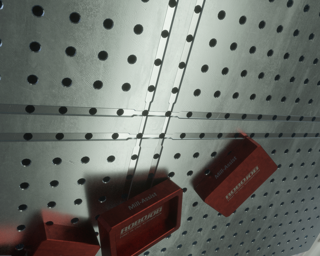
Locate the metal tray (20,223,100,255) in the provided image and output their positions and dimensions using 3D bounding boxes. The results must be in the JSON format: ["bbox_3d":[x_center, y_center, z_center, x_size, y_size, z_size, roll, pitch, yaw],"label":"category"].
[{"bbox_3d":[-0.158,0.202,0.448,0.090,0.030,0.129,24,105,-37],"label":"metal tray"}]

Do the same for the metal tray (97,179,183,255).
[{"bbox_3d":[-0.025,0.142,0.463,0.131,0.030,0.089,-22,128,-33],"label":"metal tray"}]

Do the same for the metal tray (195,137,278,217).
[{"bbox_3d":[0.134,0.088,0.539,0.130,0.030,0.090,-46,130,3],"label":"metal tray"}]
